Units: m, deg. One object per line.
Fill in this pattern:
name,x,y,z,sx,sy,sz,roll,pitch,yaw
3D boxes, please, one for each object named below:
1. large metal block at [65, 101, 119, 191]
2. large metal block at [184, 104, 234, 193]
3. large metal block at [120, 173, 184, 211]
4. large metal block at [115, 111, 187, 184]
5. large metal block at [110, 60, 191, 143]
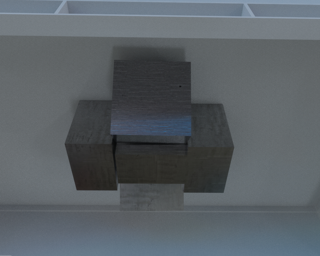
large metal block,-0.078,0.021,0.389,0.050,0.080,0.079,0,130,-1
large metal block,0.055,0.025,0.393,0.050,0.080,0.079,1,130,-1
large metal block,-0.011,0.081,0.431,0.081,0.080,0.050,0,88,-2
large metal block,-0.010,0.023,0.391,0.081,0.080,0.050,1,130,-1
large metal block,-0.009,-0.026,0.341,0.081,0.080,0.050,1,168,-1
